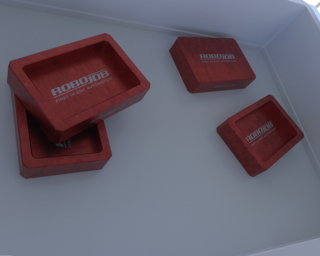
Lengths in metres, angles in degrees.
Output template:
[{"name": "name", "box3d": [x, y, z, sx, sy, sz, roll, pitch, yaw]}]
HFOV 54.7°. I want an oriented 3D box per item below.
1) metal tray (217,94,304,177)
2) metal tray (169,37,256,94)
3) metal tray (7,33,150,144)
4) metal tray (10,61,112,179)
[{"name": "metal tray", "box3d": [0.160, 0.007, 0.486, 0.131, 0.030, 0.090, -27, 77, -37]}, {"name": "metal tray", "box3d": [0.090, -0.107, 0.519, 0.131, 0.030, 0.090, -9, 67, -33]}, {"name": "metal tray", "box3d": [-0.086, -0.051, 0.348, 0.131, 0.030, 0.090, -33, 80, -38]}, {"name": "metal tray", "box3d": [-0.114, -0.014, 0.350, 0.091, 0.030, 0.130, -3, 64, -30]}]
